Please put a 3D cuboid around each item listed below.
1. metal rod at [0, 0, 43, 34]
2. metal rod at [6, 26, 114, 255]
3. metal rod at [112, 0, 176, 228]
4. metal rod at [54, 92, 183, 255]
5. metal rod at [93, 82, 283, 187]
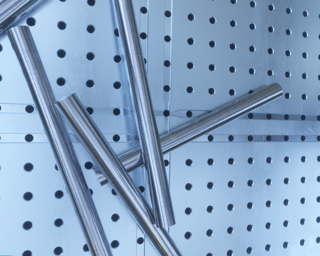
[{"bbox_3d":[-0.173,-0.129,0.348,0.301,0.025,0.025,-46,105,-14],"label":"metal rod"},{"bbox_3d":[-0.115,0.029,0.370,0.025,0.025,0.298,-21,97,-19],"label":"metal rod"},{"bbox_3d":[-0.021,-0.028,0.386,0.025,0.025,0.298,-10,86,-20],"label":"metal rod"},{"bbox_3d":[-0.031,0.090,0.380,0.025,0.025,0.299,-36,110,-17],"label":"metal rod"},{"bbox_3d":[0.051,0.001,0.432,0.302,0.025,0.025,-25,99,-19],"label":"metal rod"}]
